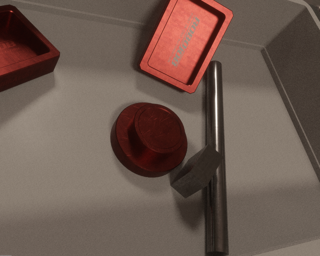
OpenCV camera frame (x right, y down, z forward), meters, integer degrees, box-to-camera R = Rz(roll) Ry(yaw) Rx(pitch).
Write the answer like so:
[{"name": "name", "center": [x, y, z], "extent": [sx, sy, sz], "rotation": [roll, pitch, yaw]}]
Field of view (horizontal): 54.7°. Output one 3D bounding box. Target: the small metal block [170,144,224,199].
[{"name": "small metal block", "center": [0.046, 0.054, 0.383], "extent": [0.025, 0.050, 0.050], "rotation": [41, 51, -1]}]

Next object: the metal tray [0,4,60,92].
[{"name": "metal tray", "center": [-0.190, -0.085, 0.338], "extent": [0.090, 0.030, 0.131], "rotation": [46, 42, 3]}]

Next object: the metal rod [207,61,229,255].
[{"name": "metal rod", "center": [0.079, 0.020, 0.437], "extent": [0.025, 0.025, 0.300], "rotation": [18, 54, -18]}]

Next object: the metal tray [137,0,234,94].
[{"name": "metal tray", "center": [0.035, -0.126, 0.446], "extent": [0.090, 0.030, 0.129], "rotation": [24, 98, -15]}]

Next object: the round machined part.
[{"name": "round machined part", "center": [-0.008, 0.009, 0.387], "extent": [0.099, 0.042, 0.098], "rotation": [14, 56, -21]}]
